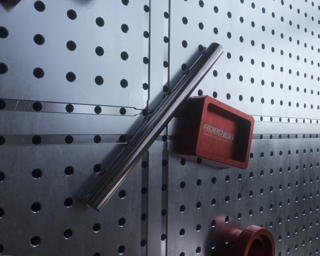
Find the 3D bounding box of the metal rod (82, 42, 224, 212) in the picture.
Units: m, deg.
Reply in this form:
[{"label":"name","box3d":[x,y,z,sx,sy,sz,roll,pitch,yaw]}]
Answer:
[{"label":"metal rod","box3d":[0.005,-0.019,0.415,0.301,0.025,0.025,-52,121,-28]}]

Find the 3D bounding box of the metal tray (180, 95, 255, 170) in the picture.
[{"label":"metal tray","box3d":[0.095,0.010,0.488,0.131,0.030,0.090,18,78,-39]}]

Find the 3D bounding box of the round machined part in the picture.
[{"label":"round machined part","box3d":[0.152,0.215,0.529,0.099,0.042,0.097,0,90,-40]}]

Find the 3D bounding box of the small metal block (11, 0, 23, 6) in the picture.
[{"label":"small metal block","box3d":[-0.136,-0.156,0.296,0.050,0.025,0.050,50,60,-29]}]
